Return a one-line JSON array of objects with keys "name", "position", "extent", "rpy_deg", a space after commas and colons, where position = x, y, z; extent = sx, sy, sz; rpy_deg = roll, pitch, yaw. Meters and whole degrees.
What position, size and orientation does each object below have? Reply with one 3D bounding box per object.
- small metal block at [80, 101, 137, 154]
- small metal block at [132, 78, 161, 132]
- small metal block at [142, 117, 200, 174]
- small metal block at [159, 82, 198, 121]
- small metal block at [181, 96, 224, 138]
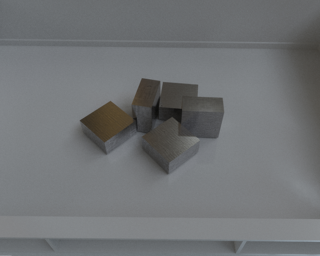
[{"name": "small metal block", "position": [-0.067, -0.002, 0.403], "extent": [0.050, 0.025, 0.050], "rpy_deg": [38, 59, 27]}, {"name": "small metal block", "position": [-0.017, -0.029, 0.410], "extent": [0.025, 0.050, 0.050], "rpy_deg": [10, 51, 8]}, {"name": "small metal block", "position": [0.013, 0.021, 0.385], "extent": [0.050, 0.025, 0.050], "rpy_deg": [-33, 58, -25]}, {"name": "small metal block", "position": [0.026, -0.037, 0.434], "extent": [0.050, 0.025, 0.050], "rpy_deg": [5, 50, 4]}, {"name": "small metal block", "position": [0.052, -0.013, 0.398], "extent": [0.050, 0.050, 0.025], "rpy_deg": [2, 50, 1]}]
